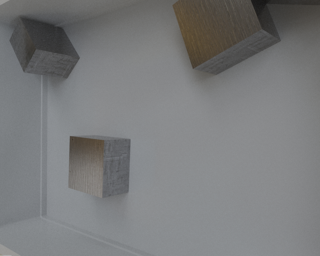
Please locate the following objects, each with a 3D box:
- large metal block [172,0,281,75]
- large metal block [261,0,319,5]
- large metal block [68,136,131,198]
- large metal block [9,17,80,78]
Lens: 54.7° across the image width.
[{"bbox_3d":[0.070,-0.114,0.333,0.080,0.050,0.080,-25,74,37],"label":"large metal block"},{"bbox_3d":[0.122,-0.145,0.270,0.080,0.081,0.050,20,103,38],"label":"large metal block"},{"bbox_3d":[-0.092,0.054,0.467,0.080,0.050,0.079,4,93,40],"label":"large metal block"},{"bbox_3d":[-0.199,-0.136,0.536,0.050,0.081,0.080,-47,62,30],"label":"large metal block"}]
